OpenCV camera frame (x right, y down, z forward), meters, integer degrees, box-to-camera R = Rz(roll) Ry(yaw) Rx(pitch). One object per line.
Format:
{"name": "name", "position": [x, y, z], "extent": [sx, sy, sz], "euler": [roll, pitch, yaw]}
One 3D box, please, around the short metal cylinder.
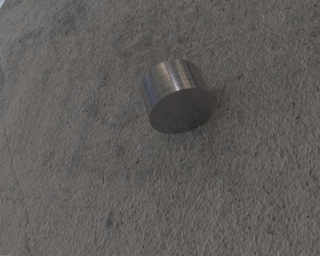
{"name": "short metal cylinder", "position": [0.020, -0.037, 0.381], "extent": [0.080, 0.080, 0.050], "euler": [-27, 53, 12]}
